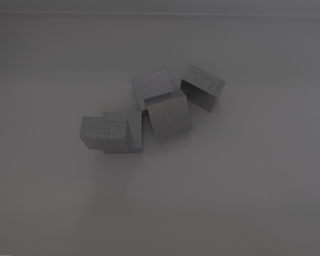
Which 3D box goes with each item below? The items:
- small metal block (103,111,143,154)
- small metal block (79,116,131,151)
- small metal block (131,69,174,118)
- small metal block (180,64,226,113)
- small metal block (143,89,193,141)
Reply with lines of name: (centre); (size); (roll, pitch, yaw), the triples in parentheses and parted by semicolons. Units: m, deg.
small metal block: (-0.049, 0.006, 0.407); (0.050, 0.025, 0.050); (-1, 70, -1)
small metal block: (-0.063, 0.008, 0.366); (0.050, 0.050, 0.025); (3, 71, 1)
small metal block: (-0.008, -0.047, 0.427); (0.050, 0.025, 0.050); (-16, 71, -6)
small metal block: (0.055, -0.052, 0.415); (0.050, 0.050, 0.025); (30, 73, 10)
small metal block: (0.011, -0.017, 0.401); (0.050, 0.050, 0.025); (-17, 26, -6)
